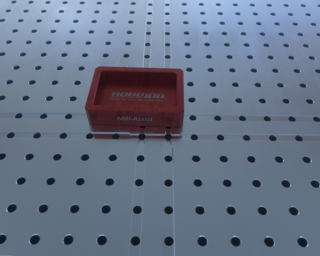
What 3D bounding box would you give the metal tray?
[{"bbox_3d":[-0.032,-0.047,0.442,0.131,0.030,0.090,2,50,1],"label":"metal tray"}]
